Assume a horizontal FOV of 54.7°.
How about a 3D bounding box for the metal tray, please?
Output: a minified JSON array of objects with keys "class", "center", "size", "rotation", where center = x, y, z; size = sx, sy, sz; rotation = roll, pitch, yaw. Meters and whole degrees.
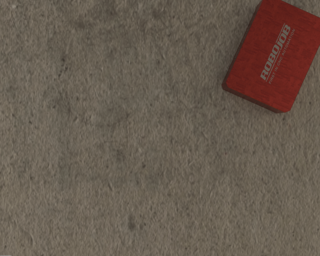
[{"class":"metal tray","center":[0.150,-0.095,0.409],"size":[0.090,0.030,0.129],"rotation":[24,90,-1]}]
